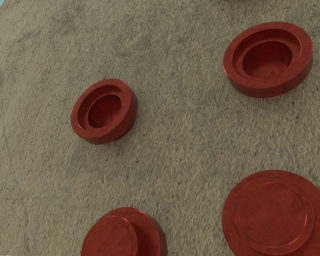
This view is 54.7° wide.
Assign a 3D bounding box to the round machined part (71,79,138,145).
[{"bbox_3d":[-0.074,-0.019,0.444,0.098,0.042,0.098,-13,56,21],"label":"round machined part"}]

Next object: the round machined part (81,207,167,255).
[{"bbox_3d":[-0.045,0.134,0.335,0.098,0.042,0.098,-13,56,21],"label":"round machined part"}]

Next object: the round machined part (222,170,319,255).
[{"bbox_3d":[0.105,0.084,0.286,0.098,0.042,0.098,-13,56,21],"label":"round machined part"}]

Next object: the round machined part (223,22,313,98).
[{"bbox_3d":[0.129,-0.076,0.372,0.098,0.042,0.098,-13,56,21],"label":"round machined part"}]
